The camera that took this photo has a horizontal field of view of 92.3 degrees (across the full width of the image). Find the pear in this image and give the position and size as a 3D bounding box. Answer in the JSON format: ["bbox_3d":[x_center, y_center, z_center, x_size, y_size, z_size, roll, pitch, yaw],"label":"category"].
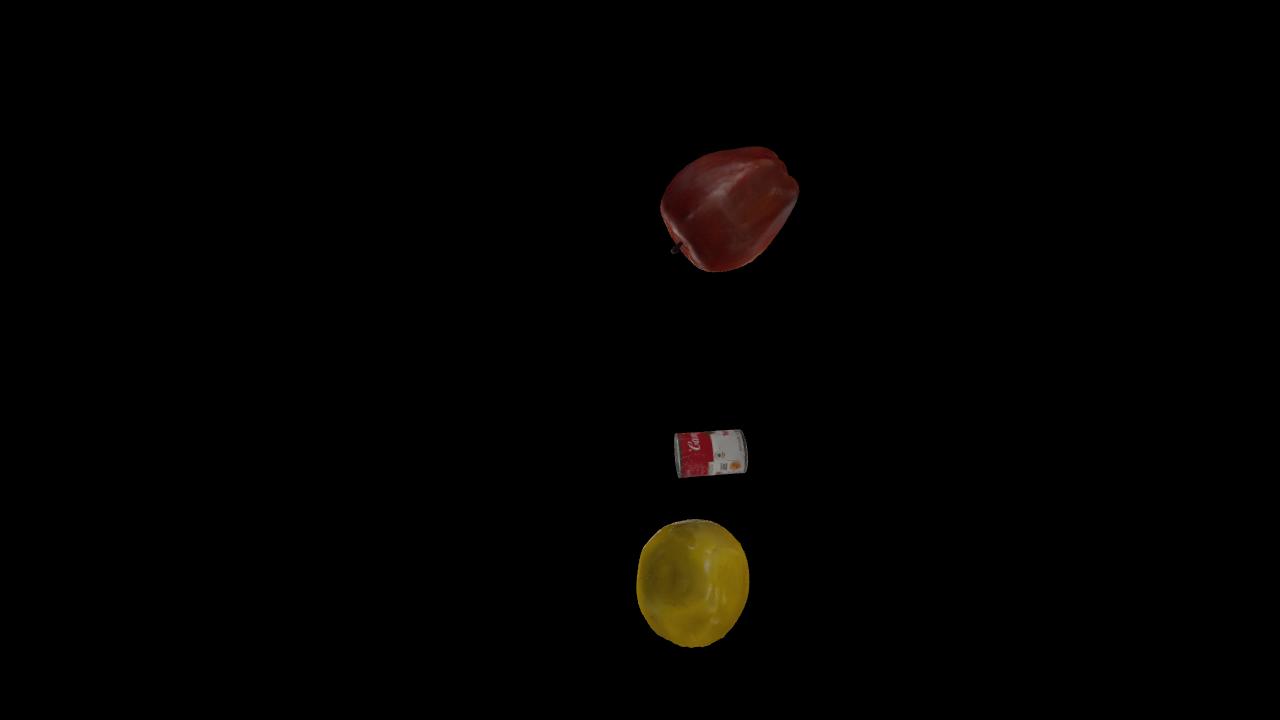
[{"bbox_3d":[0.046,0.153,0.426,0.080,0.080,0.111,0,-17,29],"label":"pear"}]

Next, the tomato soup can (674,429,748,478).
[{"bbox_3d":[0.105,0.140,0.921,0.101,0.068,0.068,-3,0,-3],"label":"tomato soup can"}]

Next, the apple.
[{"bbox_3d":[0.059,-0.102,0.419,0.093,0.079,0.079,-33,-6,9],"label":"apple"}]
